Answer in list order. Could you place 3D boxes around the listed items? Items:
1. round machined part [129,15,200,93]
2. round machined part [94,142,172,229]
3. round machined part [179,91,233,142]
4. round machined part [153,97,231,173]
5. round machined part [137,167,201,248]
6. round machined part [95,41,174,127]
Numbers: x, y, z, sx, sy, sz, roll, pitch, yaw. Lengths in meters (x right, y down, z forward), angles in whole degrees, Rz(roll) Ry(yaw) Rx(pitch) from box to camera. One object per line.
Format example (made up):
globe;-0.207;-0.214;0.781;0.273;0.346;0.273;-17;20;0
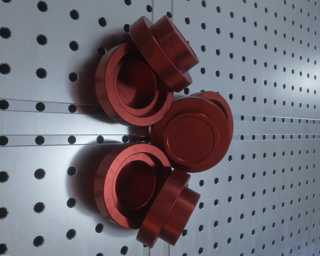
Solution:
round machined part;0.011;-0.094;0.370;0.098;0.042;0.098;49;17;-20
round machined part;-0.035;0.065;0.368;0.099;0.042;0.097;0;90;-40
round machined part;0.058;-0.003;0.445;0.099;0.042;0.097;0;90;-40
round machined part;0.039;0.010;0.390;0.042;0.098;0.097;-56;136;-77
round machined part;0.015;0.100;0.372;0.042;0.098;0.098;28;71;11
round machined part;-0.033;-0.050;0.368;0.099;0.042;0.097;0;90;-40
